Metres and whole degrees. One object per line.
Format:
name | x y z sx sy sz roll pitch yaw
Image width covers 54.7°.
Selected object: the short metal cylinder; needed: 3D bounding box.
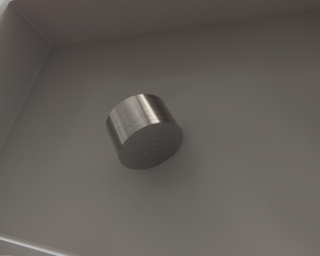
short metal cylinder | -0.019 0.006 0.376 0.080 0.080 0.050 -34 52 6
